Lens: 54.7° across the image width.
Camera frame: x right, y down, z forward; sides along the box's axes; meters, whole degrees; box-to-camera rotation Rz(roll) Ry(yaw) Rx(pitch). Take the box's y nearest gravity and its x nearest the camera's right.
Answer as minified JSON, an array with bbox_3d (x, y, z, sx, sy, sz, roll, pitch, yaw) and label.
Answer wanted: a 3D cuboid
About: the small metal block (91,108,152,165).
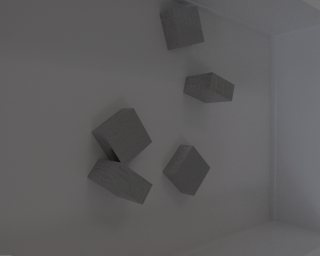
[{"bbox_3d":[-0.044,0.011,0.369,0.050,0.025,0.050,-42,116,-32],"label":"small metal block"}]

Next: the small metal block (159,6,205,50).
[{"bbox_3d":[0.032,-0.139,0.432,0.050,0.025,0.050,-23,105,-38],"label":"small metal block"}]

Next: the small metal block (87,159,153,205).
[{"bbox_3d":[-0.046,0.060,0.352,0.050,0.050,0.025,42,65,-32],"label":"small metal block"}]

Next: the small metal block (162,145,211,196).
[{"bbox_3d":[0.038,0.059,0.439,0.050,0.025,0.050,51,60,-28],"label":"small metal block"}]

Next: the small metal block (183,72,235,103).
[{"bbox_3d":[0.071,-0.057,0.449,0.050,0.050,0.025,19,78,-39],"label":"small metal block"}]
